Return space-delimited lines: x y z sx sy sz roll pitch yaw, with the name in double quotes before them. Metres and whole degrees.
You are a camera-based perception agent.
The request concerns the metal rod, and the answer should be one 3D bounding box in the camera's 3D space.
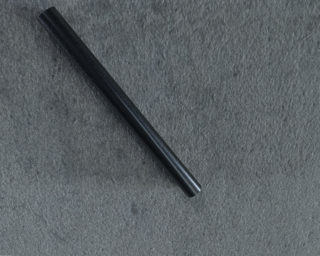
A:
"metal rod" -0.042 -0.021 0.401 0.025 0.025 0.300 -36 107 12
